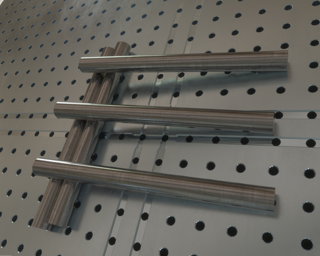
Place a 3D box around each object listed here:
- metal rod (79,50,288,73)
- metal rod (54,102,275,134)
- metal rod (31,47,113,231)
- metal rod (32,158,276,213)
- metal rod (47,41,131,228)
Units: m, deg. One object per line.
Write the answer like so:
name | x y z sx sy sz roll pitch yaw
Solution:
metal rod | 0.017 -0.091 0.435 0.301 0.025 0.025 4 63 22
metal rod | -0.011 -0.016 0.403 0.301 0.025 0.025 4 64 23
metal rod | -0.121 0.001 0.468 0.025 0.025 0.300 1 62 28
metal rod | -0.025 0.062 0.363 0.301 0.025 0.025 4 64 22
metal rod | -0.097 -0.006 0.460 0.025 0.025 0.300 1 62 28
